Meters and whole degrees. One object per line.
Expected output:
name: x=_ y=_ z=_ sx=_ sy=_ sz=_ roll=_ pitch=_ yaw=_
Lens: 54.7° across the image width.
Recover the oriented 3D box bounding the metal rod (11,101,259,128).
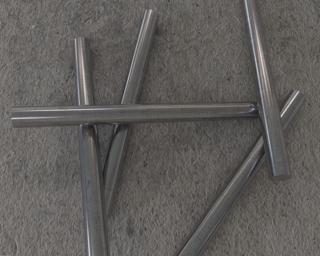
metal rod: x=-0.019 y=-0.018 z=0.385 sx=0.302 sy=0.025 sz=0.025 roll=-2 pitch=70 yaw=-13

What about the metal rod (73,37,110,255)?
metal rod: x=-0.089 y=0.008 z=0.387 sx=0.025 sy=0.025 sz=0.299 roll=-9 pitch=64 yaw=-3

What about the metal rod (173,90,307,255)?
metal rod: x=0.096 y=0.068 z=0.383 sx=0.025 sy=0.025 sz=0.300 roll=36 pitch=74 yaw=12

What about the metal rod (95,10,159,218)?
metal rod: x=-0.043 y=-0.033 z=0.419 sx=0.025 sy=0.025 sz=0.299 roll=11 pitch=70 yaw=4

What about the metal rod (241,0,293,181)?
metal rod: x=0.138 y=-0.077 z=0.420 sx=0.025 sy=0.025 sz=0.299 roll=0 pitch=64 yaw=0
